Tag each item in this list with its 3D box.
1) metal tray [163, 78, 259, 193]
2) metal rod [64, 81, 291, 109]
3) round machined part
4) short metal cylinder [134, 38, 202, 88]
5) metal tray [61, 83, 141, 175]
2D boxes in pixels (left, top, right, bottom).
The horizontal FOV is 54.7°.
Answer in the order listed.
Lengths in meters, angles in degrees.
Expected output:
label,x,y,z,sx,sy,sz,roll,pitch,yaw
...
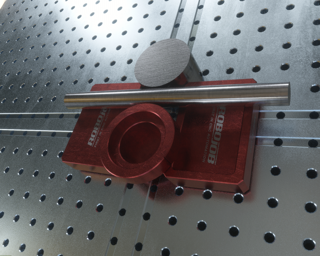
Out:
label,x,y,z,sx,sy,sz,roll,pitch,yaw
metal tray,0.063,0.005,0.363,0.090,0.030,0.130,1,62,28
metal rod,0.000,-0.038,0.387,0.300,0.025,0.025,1,62,28
round machined part,-0.020,0.022,0.378,0.098,0.042,0.098,-13,56,21
short metal cylinder,0.012,-0.076,0.427,0.080,0.050,0.080,-13,56,21
metal tray,-0.075,-0.002,0.439,0.090,0.030,0.130,3,63,29
